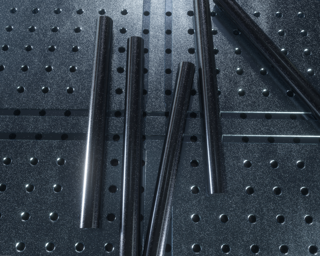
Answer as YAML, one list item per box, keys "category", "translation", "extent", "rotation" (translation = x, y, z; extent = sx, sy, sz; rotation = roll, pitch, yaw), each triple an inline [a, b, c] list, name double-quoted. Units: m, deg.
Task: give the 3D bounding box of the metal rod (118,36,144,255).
- category: "metal rod"
  translation: [-0.036, 0.012, 0.406]
  extent: [0.025, 0.025, 0.299]
  rotation: [0, 70, 0]

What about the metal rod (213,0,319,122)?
- category: "metal rod"
  translation: [0.176, -0.091, 0.447]
  extent: [0.025, 0.025, 0.299]
  rotation: [-32, 73, -11]

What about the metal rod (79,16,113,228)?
- category: "metal rod"
  translation: [-0.084, -0.022, 0.418]
  extent: [0.025, 0.025, 0.299]
  rotation: [0, 70, 0]

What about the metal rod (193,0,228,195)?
- category: "metal rod"
  translation: [0.068, -0.058, 0.433]
  extent: [0.025, 0.025, 0.299]
  rotation: [-1, 70, -1]

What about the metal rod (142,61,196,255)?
- category: "metal rod"
  translation: [0.012, 0.049, 0.393]
  extent: [0.025, 0.025, 0.299]
  rotation: [10, 70, 3]
